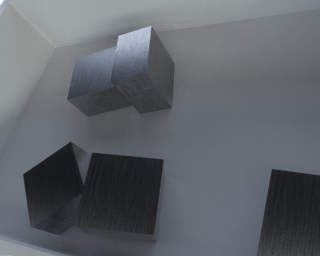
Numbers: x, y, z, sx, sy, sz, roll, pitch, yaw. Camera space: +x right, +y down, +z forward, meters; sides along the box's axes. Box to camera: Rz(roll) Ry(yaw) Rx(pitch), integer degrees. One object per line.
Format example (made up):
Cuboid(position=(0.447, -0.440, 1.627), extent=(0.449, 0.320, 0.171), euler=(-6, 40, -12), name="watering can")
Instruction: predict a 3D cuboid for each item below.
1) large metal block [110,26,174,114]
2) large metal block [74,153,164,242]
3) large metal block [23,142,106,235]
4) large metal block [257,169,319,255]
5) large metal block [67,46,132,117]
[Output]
Cuboid(position=(-0.020, -0.077, 0.427), extent=(0.050, 0.080, 0.080), euler=(-10, 58, 23), name="large metal block")
Cuboid(position=(-0.040, 0.077, 0.345), extent=(0.080, 0.050, 0.080), euler=(5, 62, 5), name="large metal block")
Cuboid(position=(-0.124, 0.079, 0.404), extent=(0.080, 0.050, 0.080), euler=(-34, 51, 6), name="large metal block")
Cuboid(position=(0.135, 0.087, 0.266), extent=(0.080, 0.050, 0.080), euler=(5, 64, 30), name="large metal block")
Cuboid(position=(-0.088, -0.071, 0.478), extent=(0.080, 0.050, 0.080), euler=(-12, 57, 21), name="large metal block")
